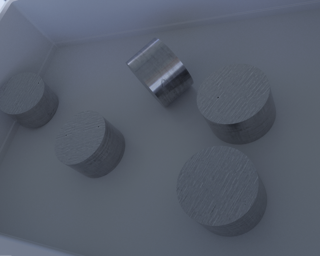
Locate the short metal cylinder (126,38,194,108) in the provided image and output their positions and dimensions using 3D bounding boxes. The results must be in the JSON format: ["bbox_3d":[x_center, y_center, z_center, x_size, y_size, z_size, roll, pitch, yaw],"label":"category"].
[{"bbox_3d":[-0.001,-0.073,0.416,0.050,0.080,0.080,-41,51,0],"label":"short metal cylinder"}]

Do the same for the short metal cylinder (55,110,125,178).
[{"bbox_3d":[-0.095,0.023,0.426,0.080,0.050,0.080,-13,56,21],"label":"short metal cylinder"}]

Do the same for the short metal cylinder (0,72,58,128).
[{"bbox_3d":[-0.221,-0.046,0.521,0.080,0.050,0.080,-4,64,7],"label":"short metal cylinder"}]

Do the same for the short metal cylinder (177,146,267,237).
[{"bbox_3d":[0.064,0.065,0.316,0.080,0.050,0.080,-13,56,21],"label":"short metal cylinder"}]

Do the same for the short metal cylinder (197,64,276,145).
[{"bbox_3d":[0.089,-0.027,0.360,0.080,0.050,0.080,-13,56,21],"label":"short metal cylinder"}]
